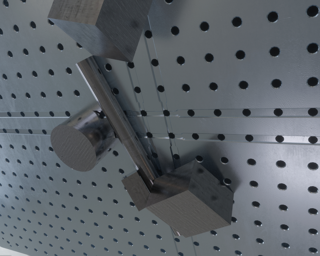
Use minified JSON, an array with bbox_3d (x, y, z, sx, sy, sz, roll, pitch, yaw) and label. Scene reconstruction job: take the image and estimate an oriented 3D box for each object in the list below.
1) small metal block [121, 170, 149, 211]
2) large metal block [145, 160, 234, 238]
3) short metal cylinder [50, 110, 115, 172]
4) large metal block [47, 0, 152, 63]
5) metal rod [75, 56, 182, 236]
[{"bbox_3d":[-0.033,0.091,0.461,0.025,0.050,0.050,-30,89,-6],"label":"small metal block"},{"bbox_3d":[0.041,0.099,0.423,0.080,0.050,0.080,42,131,-19],"label":"large metal block"},{"bbox_3d":[-0.116,0.019,0.468,0.080,0.050,0.079,13,124,21],"label":"short metal cylinder"},{"bbox_3d":[-0.053,-0.121,0.307,0.050,0.080,0.080,15,83,20],"label":"large metal block"},{"bbox_3d":[-0.033,0.037,0.451,0.025,0.025,0.299,-16,110,34],"label":"metal rod"}]
